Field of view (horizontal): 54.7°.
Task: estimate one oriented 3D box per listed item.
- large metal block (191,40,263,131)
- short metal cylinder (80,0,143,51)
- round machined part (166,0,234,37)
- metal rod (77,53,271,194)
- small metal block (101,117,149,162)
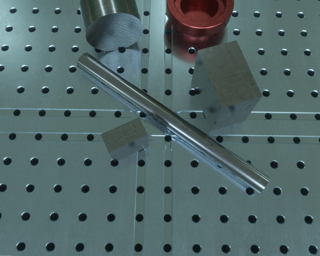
[{"bbox_3d":[0.082,-0.052,0.403,0.050,0.080,0.080,-16,71,-6],"label":"large metal block"},{"bbox_3d":[-0.069,-0.154,0.438,0.081,0.080,0.050,-14,71,-5],"label":"short metal cylinder"},{"bbox_3d":[0.058,-0.178,0.469,0.099,0.042,0.098,0,70,-1],"label":"round machined part"},{"bbox_3d":[0.010,-0.013,0.416,0.300,0.025,0.025,35,74,11],"label":"metal rod"},{"bbox_3d":[-0.043,0.016,0.392,0.050,0.050,0.025,-25,72,-9],"label":"small metal block"}]
